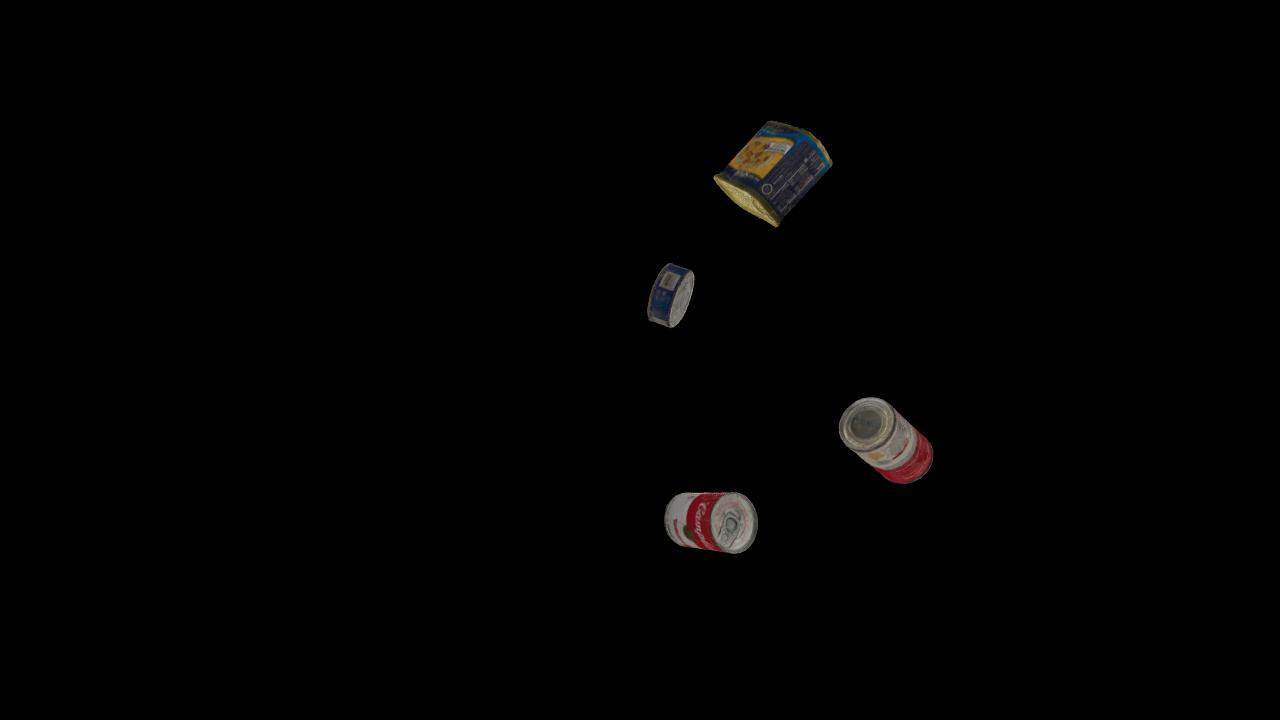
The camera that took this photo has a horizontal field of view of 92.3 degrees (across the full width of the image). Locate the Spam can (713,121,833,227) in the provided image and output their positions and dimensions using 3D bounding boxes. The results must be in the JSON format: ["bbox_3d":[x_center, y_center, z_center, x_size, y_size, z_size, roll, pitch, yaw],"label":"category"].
[{"bbox_3d":[0.140,-0.200,0.654,0.058,0.085,0.101,37,9,-35],"label":"Spam can"}]

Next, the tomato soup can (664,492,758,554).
[{"bbox_3d":[0.081,0.190,0.728,0.068,0.068,0.101,0,-10,-30],"label":"tomato soup can"}]

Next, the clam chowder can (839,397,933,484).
[{"bbox_3d":[0.282,0.093,0.705,0.102,0.068,0.068,35,-22,-36],"label":"clam chowder can"}]

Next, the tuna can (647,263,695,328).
[{"bbox_3d":[0.043,-0.087,0.831,0.034,0.084,0.084,21,6,17],"label":"tuna can"}]
